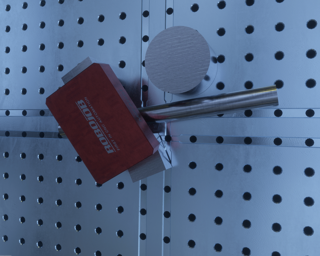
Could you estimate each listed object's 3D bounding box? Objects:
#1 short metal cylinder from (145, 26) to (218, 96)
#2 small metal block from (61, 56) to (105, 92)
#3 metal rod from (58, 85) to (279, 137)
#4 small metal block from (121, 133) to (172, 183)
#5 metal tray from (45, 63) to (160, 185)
[{"bbox_3d":[0.028,-0.081,0.388,0.080,0.050,0.079,0,90,19],"label":"short metal cylinder"},{"bbox_3d":[-0.099,-0.070,0.432,0.050,0.050,0.025,-33,80,17],"label":"small metal block"},{"bbox_3d":[-0.003,-0.019,0.413,0.301,0.025,0.025,-8,87,19],"label":"metal rod"},{"bbox_3d":[-0.019,0.040,0.417,0.050,0.025,0.050,-25,82,18],"label":"small metal block"},{"bbox_3d":[-0.073,-0.005,0.393,0.090,0.030,0.130,-32,91,17],"label":"metal tray"}]
